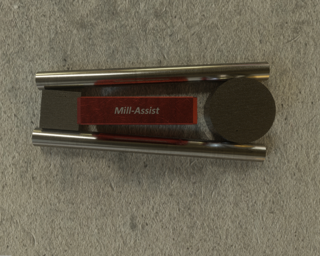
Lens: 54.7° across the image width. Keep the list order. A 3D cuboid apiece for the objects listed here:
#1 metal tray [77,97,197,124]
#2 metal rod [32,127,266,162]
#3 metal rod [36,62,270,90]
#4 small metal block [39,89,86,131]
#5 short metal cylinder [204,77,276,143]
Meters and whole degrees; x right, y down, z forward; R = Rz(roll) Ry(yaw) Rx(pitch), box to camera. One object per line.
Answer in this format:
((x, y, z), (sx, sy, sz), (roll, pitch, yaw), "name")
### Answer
((-0.024, -0.019, 0.377), (0.131, 0.090, 0.030), (0, 90, 0), "metal tray")
((-0.014, 0.022, 0.411), (0.302, 0.025, 0.025), (4, 90, 0), "metal rod")
((-0.009, -0.069, 0.411), (0.302, 0.025, 0.025), (-3, 90, 0), "metal rod")
((-0.128, -0.023, 0.411), (0.050, 0.025, 0.050), (4, 90, 0), "small metal block")
((0.100, -0.022, 0.399), (0.081, 0.050, 0.079), (0, 90, 0), "short metal cylinder")
